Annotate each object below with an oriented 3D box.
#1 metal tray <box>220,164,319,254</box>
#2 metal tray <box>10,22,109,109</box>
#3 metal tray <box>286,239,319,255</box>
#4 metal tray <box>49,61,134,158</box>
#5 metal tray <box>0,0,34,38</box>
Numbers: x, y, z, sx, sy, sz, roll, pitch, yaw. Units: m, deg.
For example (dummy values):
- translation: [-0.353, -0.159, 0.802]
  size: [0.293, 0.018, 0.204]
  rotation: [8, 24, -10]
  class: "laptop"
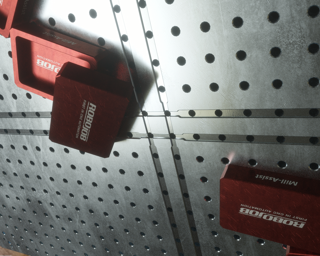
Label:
- translation: [0.144, 0.101, 0.395]
  size: [0.130, 0.030, 0.089]
  rotation: [8, 122, 24]
  class: "metal tray"
- translation: [-0.139, -0.081, 0.426]
  size: [0.130, 0.030, 0.089]
  rotation: [21, 127, 10]
  class: "metal tray"
- translation: [0.239, 0.187, 0.396]
  size: [0.130, 0.030, 0.090]
  rotation: [-8, 115, 31]
  class: "metal tray"
- translation: [-0.097, -0.018, 0.420]
  size: [0.090, 0.030, 0.129]
  rotation: [19, 136, -8]
  class: "metal tray"
- translation: [-0.204, -0.194, 0.396]
  size: [0.090, 0.030, 0.129]
  rotation: [41, 129, 0]
  class: "metal tray"
